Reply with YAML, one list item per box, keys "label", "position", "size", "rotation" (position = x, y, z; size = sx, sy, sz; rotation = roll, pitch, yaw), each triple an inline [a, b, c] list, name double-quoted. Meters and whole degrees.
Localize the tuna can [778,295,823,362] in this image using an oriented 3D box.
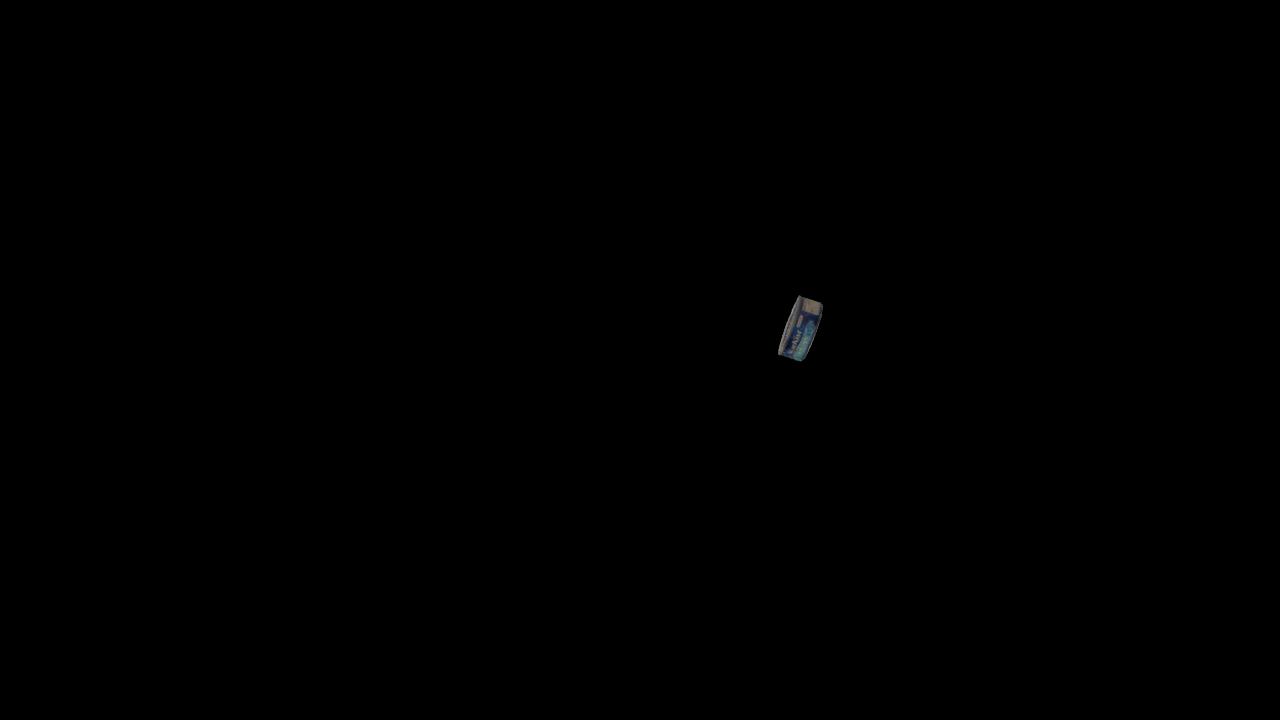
- label: "tuna can"
  position: [0.213, -0.041, 0.818]
  size: [0.034, 0.084, 0.084]
  rotation: [19, 3, 7]
